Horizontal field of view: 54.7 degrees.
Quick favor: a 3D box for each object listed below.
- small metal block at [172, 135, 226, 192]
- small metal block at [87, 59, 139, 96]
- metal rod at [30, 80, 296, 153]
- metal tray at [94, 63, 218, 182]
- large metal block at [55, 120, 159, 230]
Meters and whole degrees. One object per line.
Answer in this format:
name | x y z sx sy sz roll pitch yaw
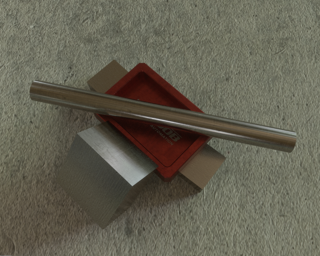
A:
small metal block | 0.047 0.045 0.393 0.050 0.025 0.050 37 74 12
small metal block | -0.063 -0.058 0.429 0.050 0.025 0.050 43 75 13
metal rod | 0.000 -0.014 0.356 0.302 0.025 0.025 12 71 3
metal tray | -0.007 -0.009 0.382 0.130 0.030 0.090 42 75 13
large metal block | -0.062 0.052 0.351 0.080 0.079 0.050 41 33 13
